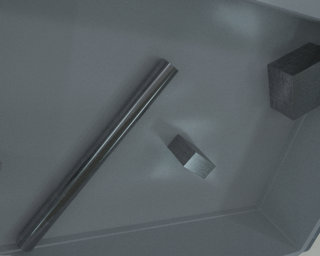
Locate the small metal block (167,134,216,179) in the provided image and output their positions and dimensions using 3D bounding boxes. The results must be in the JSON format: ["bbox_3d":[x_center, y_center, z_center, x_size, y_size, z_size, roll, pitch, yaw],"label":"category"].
[{"bbox_3d":[0.045,0.041,0.444,0.025,0.050,0.050,-50,129,7],"label":"small metal block"}]

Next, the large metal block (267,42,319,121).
[{"bbox_3d":[0.215,-0.071,0.469,0.080,0.050,0.080,-28,128,-11],"label":"large metal block"}]

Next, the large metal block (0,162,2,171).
[{"bbox_3d":[-0.200,0.042,0.282,0.081,0.080,0.050,15,89,-35],"label":"large metal block"}]

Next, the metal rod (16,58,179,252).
[{"bbox_3d":[-0.082,0.038,0.388,0.025,0.025,0.299,34,99,-39],"label":"metal rod"}]
